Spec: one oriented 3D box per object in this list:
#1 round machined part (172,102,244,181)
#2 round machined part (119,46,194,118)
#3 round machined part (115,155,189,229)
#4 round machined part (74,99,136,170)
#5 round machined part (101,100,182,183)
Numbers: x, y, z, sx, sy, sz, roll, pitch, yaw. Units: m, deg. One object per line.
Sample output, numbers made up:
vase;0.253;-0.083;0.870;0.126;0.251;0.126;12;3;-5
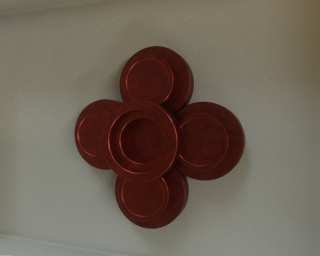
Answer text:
round machined part;0.052;0.016;0.381;0.098;0.042;0.097;0;90;20
round machined part;-0.009;-0.058;0.401;0.098;0.042;0.097;0;90;20
round machined part;-0.015;0.083;0.405;0.098;0.042;0.097;-1;88;18
round machined part;-0.077;0.009;0.426;0.098;0.042;0.097;0;90;20
round machined part;-0.019;0.015;0.384;0.098;0.042;0.097;0;90;20
